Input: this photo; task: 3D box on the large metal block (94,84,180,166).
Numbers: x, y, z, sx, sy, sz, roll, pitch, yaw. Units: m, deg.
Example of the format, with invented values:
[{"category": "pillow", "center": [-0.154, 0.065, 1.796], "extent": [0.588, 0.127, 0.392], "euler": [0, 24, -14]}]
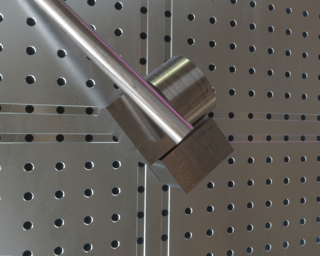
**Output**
[{"category": "large metal block", "center": [-0.029, -0.005, 0.374], "extent": [0.050, 0.080, 0.080], "euler": [-40, 103, -16]}]

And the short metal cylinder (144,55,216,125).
[{"category": "short metal cylinder", "center": [0.019, -0.037, 0.364], "extent": [0.050, 0.080, 0.080], "euler": [-39, 103, -16]}]

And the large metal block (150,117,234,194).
[{"category": "large metal block", "center": [0.032, 0.031, 0.394], "extent": [0.080, 0.080, 0.050], "euler": [-39, 103, -16]}]

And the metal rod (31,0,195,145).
[{"category": "metal rod", "center": [-0.080, -0.096, 0.328], "extent": [0.300, 0.025, 0.025], "euler": [45, 75, 7]}]

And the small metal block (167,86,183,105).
[{"category": "small metal block", "center": [0.015, -0.049, 0.420], "extent": [0.050, 0.025, 0.050], "euler": [-43, 104, -15]}]
